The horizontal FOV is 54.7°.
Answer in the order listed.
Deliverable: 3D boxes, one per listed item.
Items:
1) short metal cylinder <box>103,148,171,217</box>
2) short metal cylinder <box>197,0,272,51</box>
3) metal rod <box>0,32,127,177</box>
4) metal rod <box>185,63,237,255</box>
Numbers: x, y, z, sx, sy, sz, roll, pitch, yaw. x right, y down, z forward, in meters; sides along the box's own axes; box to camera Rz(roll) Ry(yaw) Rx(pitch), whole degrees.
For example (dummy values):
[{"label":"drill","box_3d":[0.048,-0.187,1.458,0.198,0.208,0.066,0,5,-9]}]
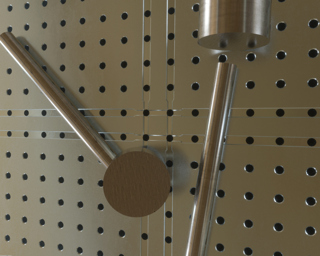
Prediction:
[{"label":"short metal cylinder","box_3d":[-0.029,0.066,0.395,0.081,0.050,0.079,0,92,-4]},{"label":"short metal cylinder","box_3d":[0.084,-0.122,0.354,0.080,0.080,0.050,3,91,20]},{"label":"metal rod","box_3d":[-0.149,-0.039,0.465,0.025,0.025,0.300,-47,76,14]},{"label":"metal rod","box_3d":[0.059,0.069,0.391,0.025,0.025,0.298,10,93,19]}]
